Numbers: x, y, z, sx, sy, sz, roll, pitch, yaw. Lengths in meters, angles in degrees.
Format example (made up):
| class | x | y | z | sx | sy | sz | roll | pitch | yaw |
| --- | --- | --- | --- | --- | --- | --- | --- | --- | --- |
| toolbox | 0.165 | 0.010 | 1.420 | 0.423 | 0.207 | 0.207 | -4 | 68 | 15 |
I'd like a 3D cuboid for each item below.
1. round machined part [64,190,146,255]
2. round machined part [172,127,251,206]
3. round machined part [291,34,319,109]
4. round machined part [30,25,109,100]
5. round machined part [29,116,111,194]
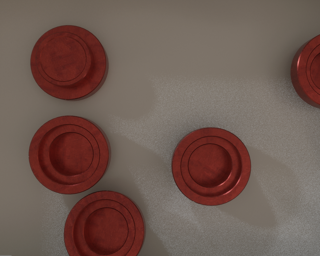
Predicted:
| class | x | y | z | sx | sy | sz | roll | pitch | yaw |
| --- | --- | --- | --- | --- | --- | --- | --- | --- | --- |
| round machined part | -0.067 | 0.130 | 0.395 | 0.099 | 0.042 | 0.098 | -1 | 76 | 3 |
| round machined part | 0.064 | 0.048 | 0.404 | 0.099 | 0.042 | 0.097 | 0 | 90 | -1 |
| round machined part | 0.220 | -0.073 | 0.406 | 0.099 | 0.042 | 0.097 | 0 | 90 | -1 |
| round machined part | -0.119 | -0.085 | 0.401 | 0.099 | 0.042 | 0.097 | 0 | 90 | -1 |
| round machined part | -0.113 | 0.033 | 0.401 | 0.099 | 0.042 | 0.097 | 0 | 90 | -1 |
